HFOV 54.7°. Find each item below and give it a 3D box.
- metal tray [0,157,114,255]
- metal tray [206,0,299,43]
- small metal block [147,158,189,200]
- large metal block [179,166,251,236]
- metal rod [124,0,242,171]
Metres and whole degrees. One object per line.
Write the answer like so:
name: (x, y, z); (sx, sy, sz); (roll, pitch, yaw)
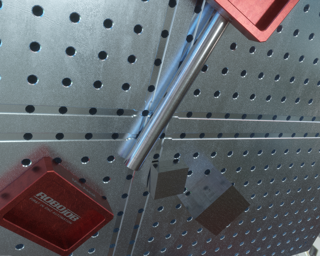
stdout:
metal tray: (-0.134, 0.106, 0.401); (0.090, 0.030, 0.130); (-40, 130, -2)
metal tray: (0.090, -0.166, 0.329); (0.130, 0.030, 0.090); (33, 102, -21)
small metal block: (0.012, 0.076, 0.467); (0.050, 0.025, 0.050); (-6, 121, -26)
large metal block: (0.094, 0.126, 0.527); (0.080, 0.050, 0.080); (-43, 130, 1)
metal rod: (0.037, -0.073, 0.387); (0.025, 0.025, 0.298); (21, 107, -36)
